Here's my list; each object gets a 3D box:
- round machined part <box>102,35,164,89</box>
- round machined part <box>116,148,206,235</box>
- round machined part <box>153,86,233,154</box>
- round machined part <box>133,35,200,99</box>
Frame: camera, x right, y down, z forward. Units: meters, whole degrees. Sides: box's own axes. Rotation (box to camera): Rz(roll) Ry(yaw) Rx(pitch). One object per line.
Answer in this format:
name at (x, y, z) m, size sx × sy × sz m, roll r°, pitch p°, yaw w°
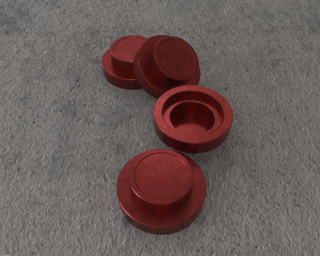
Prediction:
round machined part at (-0.042, -0.108, 0.483) m, size 0.099 × 0.042 × 0.098 m, roll 0°, pitch 50°, yaw 0°
round machined part at (0.001, 0.062, 0.340) m, size 0.099 × 0.042 × 0.098 m, roll 0°, pitch 50°, yaw 0°
round machined part at (0.041, -0.007, 0.398) m, size 0.099 × 0.042 × 0.098 m, roll 0°, pitch 50°, yaw 0°
round machined part at (0.015, -0.090, 0.439) m, size 0.099 × 0.042 × 0.098 m, roll 9°, pitch 69°, yaw -23°
